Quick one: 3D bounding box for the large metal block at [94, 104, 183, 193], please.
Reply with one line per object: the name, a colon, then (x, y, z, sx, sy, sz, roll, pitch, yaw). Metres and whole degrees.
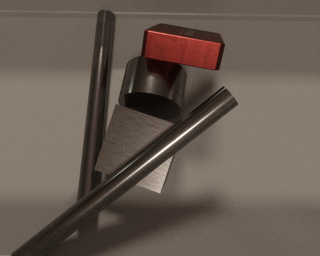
large metal block: (-0.022, 0.023, 0.374, 0.080, 0.050, 0.080, 19, 93, 6)

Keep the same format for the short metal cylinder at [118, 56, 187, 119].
short metal cylinder: (-0.009, -0.049, 0.398, 0.080, 0.080, 0.050, 9, 70, 3)

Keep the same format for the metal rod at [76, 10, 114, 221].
metal rod: (-0.085, -0.031, 0.419, 0.025, 0.025, 0.299, 1, 70, 0)

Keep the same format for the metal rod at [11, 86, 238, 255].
metal rod: (-0.043, 0.059, 0.339, 0.300, 0.025, 0.025, -38, 74, 5)

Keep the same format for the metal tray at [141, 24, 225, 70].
metal tray: (0.033, -0.109, 0.402, 0.090, 0.130, 0.030, 11, 113, 4)
